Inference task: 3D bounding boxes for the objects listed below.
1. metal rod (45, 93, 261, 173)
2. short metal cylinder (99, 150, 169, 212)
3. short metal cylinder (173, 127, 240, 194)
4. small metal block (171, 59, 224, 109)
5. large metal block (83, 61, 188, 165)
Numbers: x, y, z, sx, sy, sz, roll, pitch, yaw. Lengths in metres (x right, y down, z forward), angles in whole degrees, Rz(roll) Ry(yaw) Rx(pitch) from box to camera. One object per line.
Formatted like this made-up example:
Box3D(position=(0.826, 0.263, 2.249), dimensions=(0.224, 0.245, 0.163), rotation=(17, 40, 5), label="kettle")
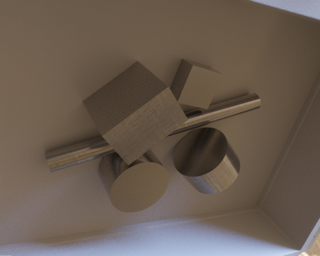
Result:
Box3D(position=(0.006, 0.000, 0.412), dimensions=(0.302, 0.025, 0.025), rotation=(-16, 125, -20), label="metal rod")
Box3D(position=(-0.035, 0.065, 0.412), dimensions=(0.081, 0.050, 0.079), rotation=(-14, 125, -21), label="short metal cylinder")
Box3D(position=(0.066, 0.046, 0.438), dimensions=(0.080, 0.080, 0.050), rotation=(-40, 130, -1), label="short metal cylinder")
Box3D(position=(0.046, -0.056, 0.399), dimensions=(0.050, 0.025, 0.050), rotation=(9, 114, -33), label="small metal block")
Box3D(position=(-0.029, -0.019, 0.345), dimensions=(0.080, 0.080, 0.050), rotation=(-37, 130, -4), label="large metal block")
